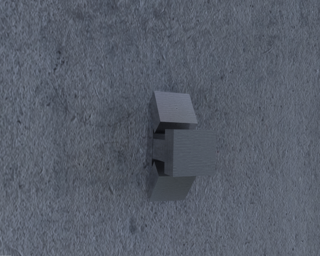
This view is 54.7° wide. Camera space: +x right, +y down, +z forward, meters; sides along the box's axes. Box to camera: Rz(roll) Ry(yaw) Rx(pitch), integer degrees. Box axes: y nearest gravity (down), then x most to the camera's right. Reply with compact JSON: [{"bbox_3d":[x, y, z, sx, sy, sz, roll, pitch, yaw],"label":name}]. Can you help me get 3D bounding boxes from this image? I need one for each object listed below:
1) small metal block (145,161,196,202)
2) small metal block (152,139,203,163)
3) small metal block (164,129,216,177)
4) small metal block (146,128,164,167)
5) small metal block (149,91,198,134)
[{"bbox_3d":[0.013,0.069,0.403,0.050,0.025,0.050,2,130,-20],"label":"small metal block"},{"bbox_3d":[0.023,0.027,0.379,0.050,0.050,0.025,3,89,-20],"label":"small metal block"},{"bbox_3d":[0.033,0.027,0.344,0.050,0.025,0.050,1,90,-21],"label":"small metal block"},{"bbox_3d":[0.010,0.026,0.416,0.050,0.025,0.050,3,89,-21],"label":"small metal block"},{"bbox_3d":[0.016,-0.020,0.405,0.050,0.025,0.050,3,53,-20],"label":"small metal block"}]
